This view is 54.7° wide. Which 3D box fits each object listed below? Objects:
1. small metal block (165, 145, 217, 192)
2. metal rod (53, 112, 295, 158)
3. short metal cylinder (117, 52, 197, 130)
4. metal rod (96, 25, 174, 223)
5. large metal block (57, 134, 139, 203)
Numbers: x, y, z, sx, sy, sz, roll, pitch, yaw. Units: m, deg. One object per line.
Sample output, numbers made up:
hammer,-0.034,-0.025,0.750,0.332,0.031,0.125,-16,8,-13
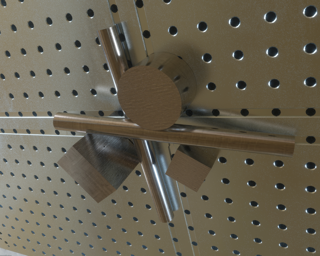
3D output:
small metal block,0.041,0.052,0.421,0.050,0.025,0.050,29,128,9
metal rod,0.005,0.006,0.387,0.301,0.025,0.025,6,121,16
short metal cylinder,-0.003,-0.044,0.368,0.080,0.050,0.079,13,124,20
metal rod,-0.027,0.011,0.431,0.025,0.025,0.298,-2,118,29
large metal block,-0.082,0.045,0.443,0.080,0.080,0.050,46,129,-5
